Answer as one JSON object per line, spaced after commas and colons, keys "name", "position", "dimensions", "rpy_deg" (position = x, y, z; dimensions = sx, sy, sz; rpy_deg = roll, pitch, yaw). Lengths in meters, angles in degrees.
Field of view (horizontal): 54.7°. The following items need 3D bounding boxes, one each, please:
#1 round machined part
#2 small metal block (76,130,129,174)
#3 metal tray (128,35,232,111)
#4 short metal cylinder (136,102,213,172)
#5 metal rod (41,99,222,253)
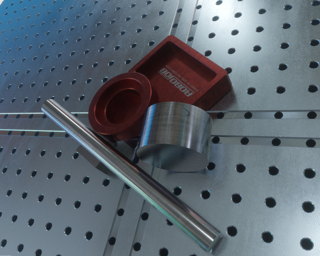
{"name": "round machined part", "position": [-0.046, -0.025, 0.425], "dimensions": [0.098, 0.042, 0.098], "rpy_deg": [-14, 55, 22]}
{"name": "small metal block", "position": [-0.080, 0.028, 0.432], "dimensions": [0.050, 0.025, 0.050], "rpy_deg": [32, 79, 37]}
{"name": "metal tray", "position": [0.023, -0.068, 0.432], "dimensions": [0.090, 0.030, 0.130], "rpy_deg": [-42, 51, -2]}
{"name": "short metal cylinder", "position": [0.018, 0.013, 0.353], "dimensions": [0.080, 0.080, 0.050], "rpy_deg": [-4, 60, 26]}
{"name": "metal rod", "position": [-0.054, 0.042, 0.383], "dimensions": [0.300, 0.025, 0.025], "rpy_deg": [34, 81, 29]}
